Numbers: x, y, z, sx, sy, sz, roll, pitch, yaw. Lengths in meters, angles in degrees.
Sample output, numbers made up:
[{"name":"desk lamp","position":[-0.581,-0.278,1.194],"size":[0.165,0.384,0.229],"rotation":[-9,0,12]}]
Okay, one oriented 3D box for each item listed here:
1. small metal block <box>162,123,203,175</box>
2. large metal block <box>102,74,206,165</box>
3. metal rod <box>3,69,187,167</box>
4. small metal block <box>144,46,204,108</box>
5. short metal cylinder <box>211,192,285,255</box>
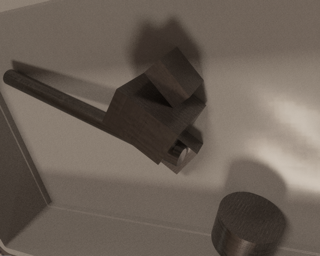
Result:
[{"name":"small metal block","position":[0.020,0.026,0.413],"size":[0.050,0.025,0.050],"rotation":[39,129,1]},{"name":"large metal block","position":[-0.005,-0.017,0.361],"size":[0.080,0.080,0.050],"rotation":[37,129,7]},{"name":"metal rod","position":[-0.103,-0.021,0.429],"size":[0.301,0.025,0.025],"rotation":[24,127,20]},{"name":"small metal block","position":[0.017,-0.058,0.347],"size":[0.025,0.050,0.050],"rotation":[-34,100,37]},{"name":"short metal cylinder","position":[0.110,0.128,0.394],"size":[0.080,0.080,0.050],"rotation":[18,126,17]}]
